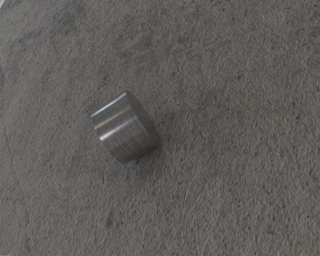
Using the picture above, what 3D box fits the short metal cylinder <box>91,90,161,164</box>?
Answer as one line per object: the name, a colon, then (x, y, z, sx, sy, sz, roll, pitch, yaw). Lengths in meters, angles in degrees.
short metal cylinder: (-0.041, -0.001, 0.392, 0.050, 0.080, 0.080, -32, 52, 8)
